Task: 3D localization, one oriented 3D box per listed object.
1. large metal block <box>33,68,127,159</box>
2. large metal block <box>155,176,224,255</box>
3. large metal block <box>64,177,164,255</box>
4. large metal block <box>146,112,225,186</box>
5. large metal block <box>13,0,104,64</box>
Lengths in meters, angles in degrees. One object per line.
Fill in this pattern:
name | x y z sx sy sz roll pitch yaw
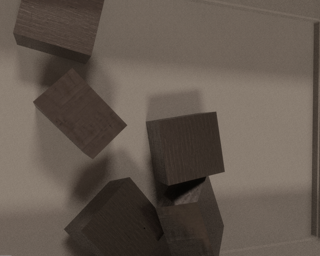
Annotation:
large metal block | -0.092 -0.014 0.348 0.050 0.080 0.080 -46 105 -14
large metal block | 0.041 0.113 0.389 0.050 0.080 0.080 -15 100 20
large metal block | -0.049 0.117 0.366 0.080 0.050 0.080 53 52 -13
large metal block | 0.033 0.024 0.411 0.081 0.050 0.079 -10 94 -20
large metal block | -0.113 -0.127 0.356 0.081 0.050 0.080 13 86 -20
